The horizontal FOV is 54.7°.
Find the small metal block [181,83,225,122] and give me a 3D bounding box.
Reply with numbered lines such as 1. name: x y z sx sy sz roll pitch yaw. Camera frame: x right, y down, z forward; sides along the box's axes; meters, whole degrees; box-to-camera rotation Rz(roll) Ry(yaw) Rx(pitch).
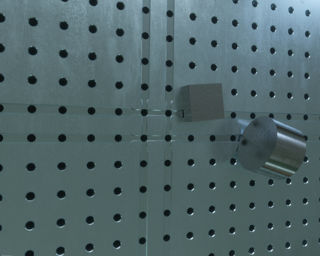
1. small metal block: 0.060 -0.035 0.435 0.050 0.025 0.050 -6 92 -20

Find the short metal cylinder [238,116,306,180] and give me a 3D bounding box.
1. short metal cylinder: 0.157 0.029 0.441 0.050 0.080 0.080 20 84 -19
